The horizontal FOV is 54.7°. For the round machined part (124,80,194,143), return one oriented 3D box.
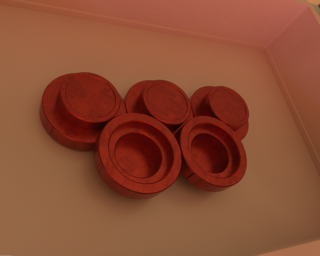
[{"bbox_3d":[0.001,-0.024,0.407,0.099,0.042,0.098,13,56,-20],"label":"round machined part"}]

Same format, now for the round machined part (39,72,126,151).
[{"bbox_3d":[-0.085,-0.026,0.361,0.099,0.042,0.098,14,55,-21],"label":"round machined part"}]

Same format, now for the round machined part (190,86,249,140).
[{"bbox_3d":[0.090,-0.022,0.453,0.099,0.042,0.098,13,56,-20],"label":"round machined part"}]

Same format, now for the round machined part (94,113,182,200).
[{"bbox_3d":[-0.028,0.035,0.356,0.099,0.042,0.098,14,56,-21],"label":"round machined part"}]

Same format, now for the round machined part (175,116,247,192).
[{"bbox_3d":[0.060,0.036,0.402,0.099,0.042,0.098,14,56,-21],"label":"round machined part"}]
